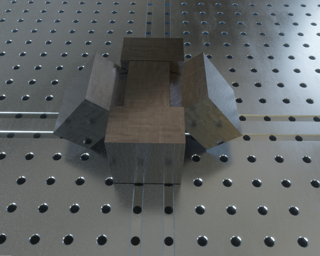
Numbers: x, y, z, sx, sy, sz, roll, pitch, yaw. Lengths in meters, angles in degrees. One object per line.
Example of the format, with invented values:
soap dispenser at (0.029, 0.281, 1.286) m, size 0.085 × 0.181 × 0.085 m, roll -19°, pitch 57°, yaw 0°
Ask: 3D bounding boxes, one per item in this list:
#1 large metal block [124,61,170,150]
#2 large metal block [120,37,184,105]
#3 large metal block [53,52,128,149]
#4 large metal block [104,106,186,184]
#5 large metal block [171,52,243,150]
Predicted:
large metal block at (-0.014, -0.028, 0.394) m, size 0.050 × 0.080 × 0.080 m, roll 1°, pitch 50°, yaw 0°
large metal block at (-0.009, -0.079, 0.436) m, size 0.081 × 0.080 × 0.050 m, roll 1°, pitch 50°, yaw 0°
large metal block at (-0.085, -0.033, 0.390) m, size 0.050 × 0.080 × 0.080 m, roll 28°, pitch 43°, yaw -29°
large metal block at (-0.015, 0.021, 0.353) m, size 0.081 × 0.080 × 0.050 m, roll 1°, pitch 50°, yaw 0°
large metal block at (0.057, -0.033, 0.389) m, size 0.050 × 0.080 × 0.080 m, roll -26°, pitch 43°, yaw 28°
